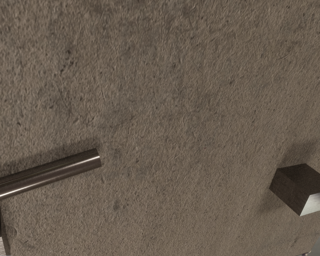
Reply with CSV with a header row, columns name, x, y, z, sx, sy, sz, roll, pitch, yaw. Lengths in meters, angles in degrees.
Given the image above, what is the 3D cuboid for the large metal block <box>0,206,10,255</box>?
name,x,y,z,sx,sy,sz,roll,pitch,yaw
large metal block,-0.223,0.147,0.360,0.081,0.050,0.079,-9,123,-24

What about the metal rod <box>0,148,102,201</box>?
name,x,y,z,sx,sy,sz,roll,pitch,yaw
metal rod,-0.214,0.079,0.339,0.302,0.025,0.025,-17,126,-19

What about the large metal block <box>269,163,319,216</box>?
name,x,y,z,sx,sy,sz,roll,pitch,yaw
large metal block,0.276,0.116,0.597,0.081,0.080,0.050,-5,121,-26
